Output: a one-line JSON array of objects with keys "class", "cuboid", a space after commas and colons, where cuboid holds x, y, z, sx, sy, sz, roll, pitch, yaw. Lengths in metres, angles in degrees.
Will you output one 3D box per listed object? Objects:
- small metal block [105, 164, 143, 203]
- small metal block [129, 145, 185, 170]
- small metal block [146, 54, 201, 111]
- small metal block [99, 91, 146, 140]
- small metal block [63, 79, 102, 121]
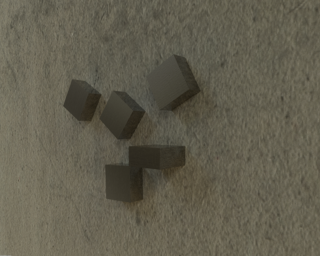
[{"class": "small metal block", "cuboid": [-0.052, 0.077, 0.445, 0.050, 0.025, 0.050, -3, 88, 39]}, {"class": "small metal block", "cuboid": [-0.003, 0.035, 0.390, 0.050, 0.050, 0.025, 0, 90, 39]}, {"class": "small metal block", "cuboid": [0.016, -0.056, 0.390, 0.050, 0.025, 0.050, -34, 70, 34]}, {"class": "small metal block", "cuboid": [-0.055, -0.019, 0.448, 0.050, 0.025, 0.050, 45, 116, 30]}, {"class": "small metal block", "cuboid": [-0.128, -0.045, 0.508, 0.050, 0.025, 0.050, 38, 113, 33]}]
